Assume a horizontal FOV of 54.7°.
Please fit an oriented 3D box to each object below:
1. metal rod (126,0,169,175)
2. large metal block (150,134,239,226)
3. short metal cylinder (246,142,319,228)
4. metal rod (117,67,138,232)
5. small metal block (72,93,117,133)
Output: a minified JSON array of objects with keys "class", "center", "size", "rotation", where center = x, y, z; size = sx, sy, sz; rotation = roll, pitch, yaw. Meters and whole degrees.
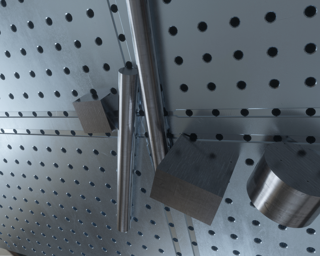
[{"class":"metal rod","center":[-0.013,-0.057,0.381],"size":[0.025,0.025,0.298],"rotation":[6,121,25]},{"class":"large metal block","center":[0.044,0.061,0.389],"size":[0.080,0.080,0.050],"rotation":[23,127,14]},{"class":"short metal cylinder","center":[0.143,0.060,0.337],"size":[0.080,0.080,0.050],"rotation":[25,127,12]},{"class":"metal rod","center":[-0.052,0.052,0.468],"size":[0.025,0.025,0.298],"rotation":[18,126,17]},{"class":"small metal block","center":[-0.090,-0.021,0.444],"size":[0.050,0.025,0.050],"rotation":[-2,118,29]}]
